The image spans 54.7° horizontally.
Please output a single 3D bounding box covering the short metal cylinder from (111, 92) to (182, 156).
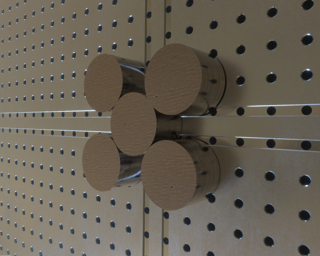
[{"bbox_3d":[-0.019,-0.005,0.406,0.080,0.050,0.079,0,90,39],"label":"short metal cylinder"}]

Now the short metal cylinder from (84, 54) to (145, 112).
[{"bbox_3d":[-0.063,-0.061,0.442,0.080,0.050,0.079,0,90,39],"label":"short metal cylinder"}]

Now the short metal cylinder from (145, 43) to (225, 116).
[{"bbox_3d":[0.029,-0.054,0.365,0.080,0.050,0.079,0,90,39],"label":"short metal cylinder"}]

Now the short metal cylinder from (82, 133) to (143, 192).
[{"bbox_3d":[-0.066,0.047,0.444,0.080,0.050,0.079,0,90,39],"label":"short metal cylinder"}]

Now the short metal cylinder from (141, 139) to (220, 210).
[{"bbox_3d":[0.024,0.053,0.371,0.080,0.050,0.079,0,90,39],"label":"short metal cylinder"}]
